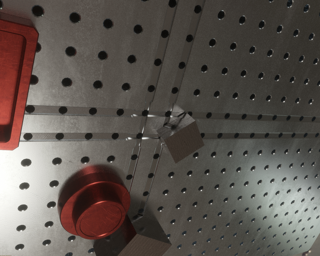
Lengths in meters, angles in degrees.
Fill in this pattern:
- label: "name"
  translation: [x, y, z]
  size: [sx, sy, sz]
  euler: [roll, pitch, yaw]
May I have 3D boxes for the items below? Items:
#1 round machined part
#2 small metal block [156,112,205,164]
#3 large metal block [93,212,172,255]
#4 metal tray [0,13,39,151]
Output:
- label: "round machined part"
  translation: [-0.086, 0.113, 0.425]
  size: [0.099, 0.042, 0.097]
  euler: [-14, 125, -21]
- label: "small metal block"
  translation: [0.030, 0.014, 0.438]
  size: [0.050, 0.025, 0.050]
  euler: [-32, 129, -8]
- label: "large metal block"
  translation: [-0.043, 0.186, 0.488]
  size: [0.080, 0.050, 0.080]
  euler: [35, 99, -39]
- label: "metal tray"
  translation: [-0.172, -0.043, 0.287]
  size: [0.091, 0.030, 0.129]
  euler: [6, 115, -32]
